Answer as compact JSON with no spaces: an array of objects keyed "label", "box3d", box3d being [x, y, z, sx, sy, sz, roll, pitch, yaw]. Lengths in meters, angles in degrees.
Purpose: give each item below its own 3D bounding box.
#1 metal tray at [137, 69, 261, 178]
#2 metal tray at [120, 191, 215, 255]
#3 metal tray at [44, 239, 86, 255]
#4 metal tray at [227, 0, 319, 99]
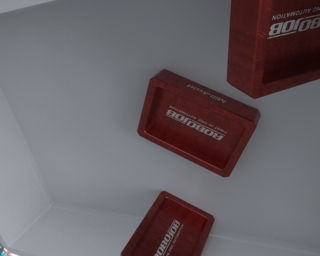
[{"label":"metal tray","box3d":[0.042,-0.005,0.379,0.130,0.030,0.089,26,128,12]},{"label":"metal tray","box3d":[0.013,0.156,0.431,0.090,0.131,0.030,25,127,12]},{"label":"metal tray","box3d":[-0.194,0.318,0.707,0.090,0.030,0.130,-30,102,37]},{"label":"metal tray","box3d":[0.115,-0.082,0.233,0.030,0.131,0.089,47,148,50]}]
